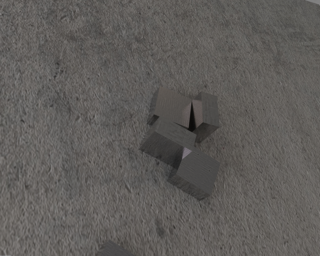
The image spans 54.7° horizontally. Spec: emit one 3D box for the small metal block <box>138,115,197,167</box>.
[{"bbox_3d":[0.009,0.018,0.381,0.050,0.050,0.025,28,52,-11],"label":"small metal block"}]

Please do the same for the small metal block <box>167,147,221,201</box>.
[{"bbox_3d":[0.044,0.056,0.393,0.050,0.025,0.050,32,52,-8],"label":"small metal block"}]

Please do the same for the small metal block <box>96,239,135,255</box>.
[{"bbox_3d":[-0.043,0.143,0.293,0.050,0.025,0.050,35,51,-6],"label":"small metal block"}]

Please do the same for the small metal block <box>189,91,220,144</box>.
[{"bbox_3d":[0.056,-0.014,0.426,0.025,0.050,0.050,15,56,-20],"label":"small metal block"}]

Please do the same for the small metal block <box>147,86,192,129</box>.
[{"bbox_3d":[0.014,-0.023,0.425,0.050,0.025,0.050,21,54,-16],"label":"small metal block"}]
